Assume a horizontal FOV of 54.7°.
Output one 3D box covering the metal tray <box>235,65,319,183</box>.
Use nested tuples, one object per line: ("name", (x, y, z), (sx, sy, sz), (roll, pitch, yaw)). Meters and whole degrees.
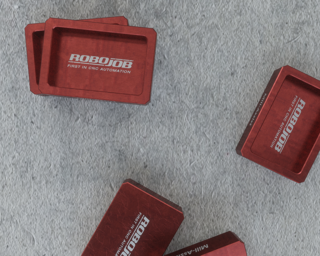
("metal tray", (0.170, -0.005, 0.408), (0.090, 0.030, 0.130), (26, 90, 0))

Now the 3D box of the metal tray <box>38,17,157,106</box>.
("metal tray", (-0.073, -0.079, 0.376), (0.131, 0.030, 0.089), (6, 90, 0))

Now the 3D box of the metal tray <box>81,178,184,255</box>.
("metal tray", (-0.038, 0.144, 0.407), (0.090, 0.030, 0.130), (30, 90, 0))

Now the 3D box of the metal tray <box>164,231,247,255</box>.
("metal tray", (0.050, 0.196, 0.390), (0.131, 0.030, 0.089), (-17, 100, -10))

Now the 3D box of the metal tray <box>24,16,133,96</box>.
("metal tray", (-0.103, -0.092, 0.406), (0.131, 0.030, 0.089), (-5, 90, 0))
